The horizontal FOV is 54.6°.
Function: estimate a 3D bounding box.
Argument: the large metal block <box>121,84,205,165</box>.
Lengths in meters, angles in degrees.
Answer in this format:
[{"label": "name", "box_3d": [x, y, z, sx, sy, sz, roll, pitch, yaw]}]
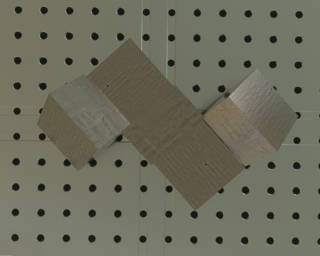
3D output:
[{"label": "large metal block", "box_3d": [0.003, -0.004, 0.385, 0.080, 0.080, 0.050, -42, 91, 0]}]

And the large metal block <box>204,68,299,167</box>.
[{"label": "large metal block", "box_3d": [0.112, -0.014, 0.380, 0.080, 0.050, 0.080, 49, 50, -1]}]

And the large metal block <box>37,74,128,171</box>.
[{"label": "large metal block", "box_3d": [-0.096, -0.004, 0.378, 0.080, 0.080, 0.050, 49, 51, 0]}]

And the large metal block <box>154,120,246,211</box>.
[{"label": "large metal block", "box_3d": [0.047, 0.045, 0.401, 0.080, 0.050, 0.080, -41, 89, 0]}]

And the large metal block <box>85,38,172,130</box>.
[{"label": "large metal block", "box_3d": [-0.039, -0.054, 0.400, 0.080, 0.050, 0.080, -42, 91, 1]}]
